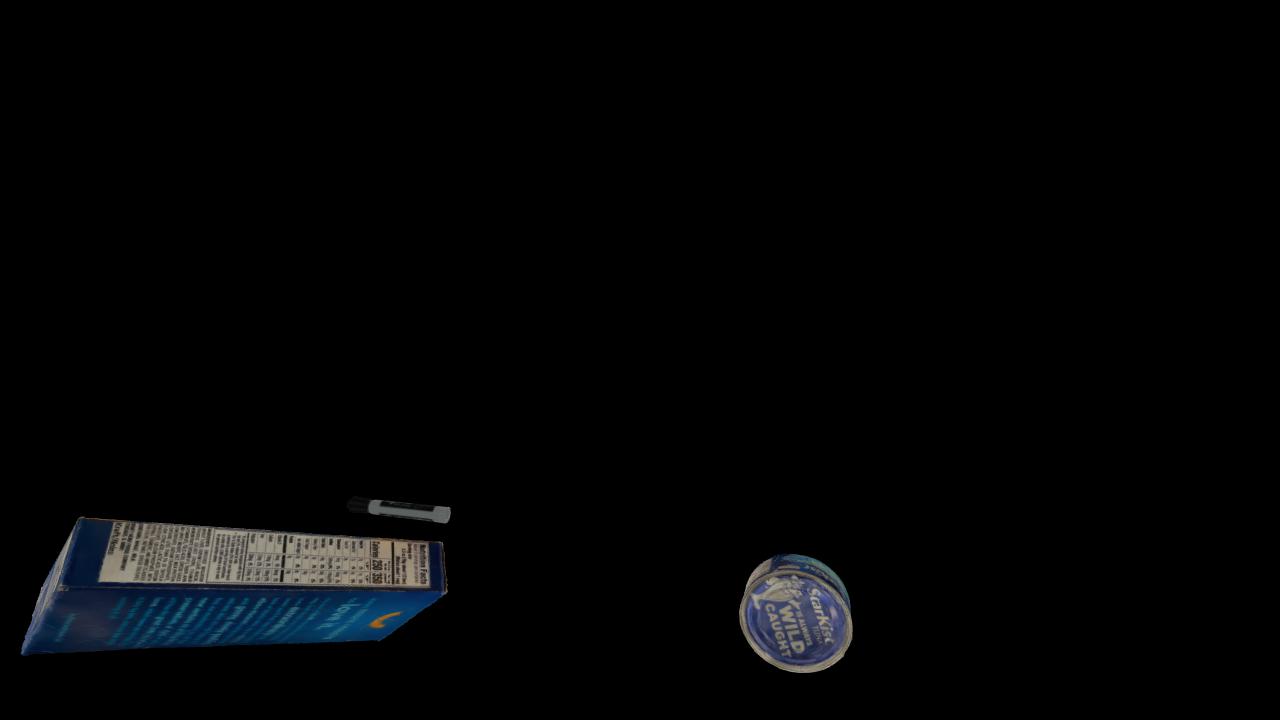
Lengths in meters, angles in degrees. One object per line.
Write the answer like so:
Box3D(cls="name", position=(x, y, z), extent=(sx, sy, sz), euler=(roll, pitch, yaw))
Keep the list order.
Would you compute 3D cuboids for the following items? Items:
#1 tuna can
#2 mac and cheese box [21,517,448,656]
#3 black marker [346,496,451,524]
Box3D(cls="tuna can", position=(0.122, 0.197, 0.481), extent=(0.084, 0.084, 0.034), euler=(0, 10, 18))
Box3D(cls="mac and cheese box", position=(-0.219, 0.133, 0.354), extent=(0.184, 0.041, 0.093), euler=(20, -50, -41))
Box3D(cls="black marker", position=(-0.283, 0.174, 0.717), extent=(0.121, 0.020, 0.020), euler=(6, 0, 4))
